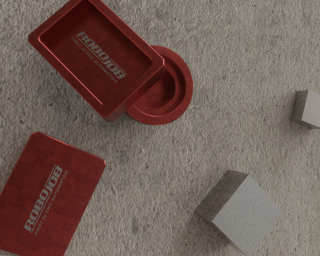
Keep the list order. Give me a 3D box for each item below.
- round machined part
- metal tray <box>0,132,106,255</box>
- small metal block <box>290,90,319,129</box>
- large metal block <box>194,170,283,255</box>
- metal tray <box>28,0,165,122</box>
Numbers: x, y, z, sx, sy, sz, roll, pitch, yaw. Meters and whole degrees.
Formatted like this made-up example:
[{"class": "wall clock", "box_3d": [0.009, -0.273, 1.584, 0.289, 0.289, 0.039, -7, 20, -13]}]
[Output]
[{"class": "round machined part", "box_3d": [-0.011, -0.052, 0.396, 0.099, 0.042, 0.097, 0, 90, -20]}, {"class": "metal tray", "box_3d": [-0.131, 0.079, 0.358, 0.090, 0.030, 0.130, 27, 81, -18]}, {"class": "small metal block", "box_3d": [0.243, -0.029, 0.498, 0.050, 0.025, 0.050, 17, 84, -19]}, {"class": "large metal block", "box_3d": [0.111, 0.118, 0.437, 0.080, 0.050, 0.080, 46, 76, -14]}, {"class": "metal tray", "box_3d": [-0.070, -0.081, 0.348, 0.090, 0.030, 0.130, -44, 81, -7]}]
